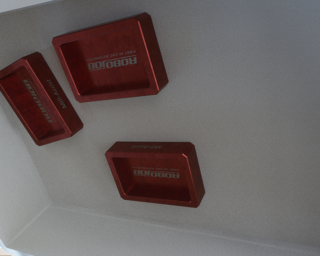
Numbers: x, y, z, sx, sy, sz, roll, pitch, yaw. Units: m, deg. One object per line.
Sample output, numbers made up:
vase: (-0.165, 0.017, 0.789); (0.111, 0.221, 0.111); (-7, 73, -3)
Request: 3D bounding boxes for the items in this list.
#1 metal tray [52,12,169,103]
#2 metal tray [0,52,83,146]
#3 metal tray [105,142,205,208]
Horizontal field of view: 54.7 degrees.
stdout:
metal tray: (-0.063, -0.083, 0.385); (0.130, 0.030, 0.089); (-3, 117, 29)
metal tray: (-0.187, -0.040, 0.476); (0.090, 0.030, 0.129); (-15, 111, 34)
metal tray: (-0.008, 0.066, 0.448); (0.130, 0.030, 0.089); (-1, 118, 28)
